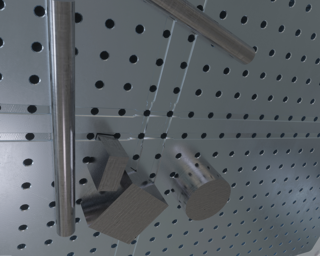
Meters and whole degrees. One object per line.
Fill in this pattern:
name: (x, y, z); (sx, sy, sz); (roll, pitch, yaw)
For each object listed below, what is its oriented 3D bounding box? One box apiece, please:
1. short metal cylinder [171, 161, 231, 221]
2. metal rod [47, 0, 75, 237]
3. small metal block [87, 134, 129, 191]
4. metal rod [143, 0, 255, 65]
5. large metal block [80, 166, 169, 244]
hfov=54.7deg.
short metal cylinder: (0.064, 0.099, 0.492); (0.081, 0.050, 0.079); (-14, 124, -21)
metal rod: (-0.111, 0.011, 0.357); (0.025, 0.025, 0.298); (-6, 121, -25)
small metal block: (-0.066, 0.043, 0.386); (0.025, 0.050, 0.050); (8, 114, -32)
metal rod: (0.002, -0.138, 0.327); (0.302, 0.025, 0.025); (20, 108, -36)
large metal block: (-0.050, 0.106, 0.434); (0.080, 0.050, 0.080); (-45, 129, 3)
